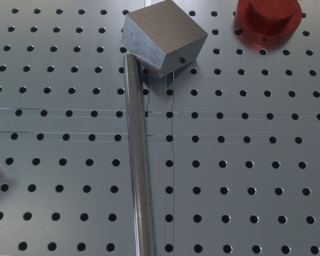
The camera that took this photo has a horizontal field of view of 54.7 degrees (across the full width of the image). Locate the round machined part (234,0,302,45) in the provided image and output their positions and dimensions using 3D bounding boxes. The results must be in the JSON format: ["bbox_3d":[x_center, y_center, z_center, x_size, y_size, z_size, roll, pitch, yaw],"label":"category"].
[{"bbox_3d":[0.167,-0.179,0.469,0.099,0.042,0.098,0,70,0],"label":"round machined part"}]

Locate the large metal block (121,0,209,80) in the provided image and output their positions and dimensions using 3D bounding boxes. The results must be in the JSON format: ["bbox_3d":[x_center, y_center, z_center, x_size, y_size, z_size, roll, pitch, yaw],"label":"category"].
[{"bbox_3d":[0.005,-0.125,0.432,0.081,0.050,0.080,-32,72,-31],"label":"large metal block"}]

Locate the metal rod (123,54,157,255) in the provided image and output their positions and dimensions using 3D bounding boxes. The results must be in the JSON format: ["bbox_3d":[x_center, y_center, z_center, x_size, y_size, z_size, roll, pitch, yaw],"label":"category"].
[{"bbox_3d":[-0.027,0.039,0.397,0.025,0.025,0.299,-5,70,-2],"label":"metal rod"}]
